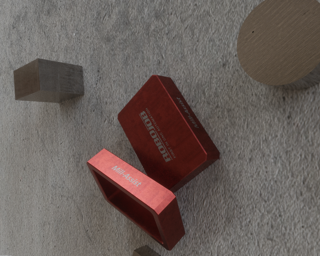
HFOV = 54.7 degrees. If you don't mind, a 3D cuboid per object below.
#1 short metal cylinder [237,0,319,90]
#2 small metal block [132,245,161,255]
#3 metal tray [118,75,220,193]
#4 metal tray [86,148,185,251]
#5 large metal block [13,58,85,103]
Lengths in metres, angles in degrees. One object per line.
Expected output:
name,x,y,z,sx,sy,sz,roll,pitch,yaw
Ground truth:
short metal cylinder,0.120,-0.077,0.289,0.080,0.050,0.080,0,90,40
small metal block,-0.015,0.196,0.417,0.050,0.025,0.050,22,104,37
metal tray,0.005,0.008,0.397,0.090,0.030,0.130,-45,63,30
metal tray,-0.032,0.089,0.395,0.130,0.030,0.090,26,145,37
large metal block,-0.187,-0.076,0.524,0.080,0.081,0.050,-10,84,39
